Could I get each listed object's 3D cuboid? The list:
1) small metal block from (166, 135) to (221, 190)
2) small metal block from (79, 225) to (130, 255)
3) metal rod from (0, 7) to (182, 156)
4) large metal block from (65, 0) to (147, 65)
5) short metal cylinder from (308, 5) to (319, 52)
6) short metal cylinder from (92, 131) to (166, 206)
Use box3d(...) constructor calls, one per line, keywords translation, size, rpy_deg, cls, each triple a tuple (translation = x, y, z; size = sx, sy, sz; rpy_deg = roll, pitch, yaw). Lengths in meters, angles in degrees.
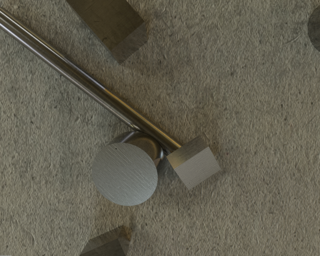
box3d(translation=(0.044, 0.045, 0.397), size=(0.050, 0.025, 0.050), rpy_deg=(-33, 130, 0), cls="small metal block")
box3d(translation=(-0.069, 0.154, 0.397), size=(0.050, 0.050, 0.025), rpy_deg=(-24, 90, 0), cls="small metal block")
box3d(translation=(-0.094, -0.057, 0.409), size=(0.300, 0.025, 0.025), rpy_deg=(37, 90, 0), cls="metal rod")
box3d(translation=(-0.062, -0.132, 0.382), size=(0.050, 0.080, 0.080), rpy_deg=(-41, 90, 0), cls="large metal block")
box3d(translation=(0.243, -0.136, 0.400), size=(0.081, 0.050, 0.080), rpy_deg=(0, 90, 0), cls="short metal cylinder")
box3d(translation=(-0.037, 0.049, 0.386), size=(0.080, 0.050, 0.079), rpy_deg=(3, 105, 11), cls="short metal cylinder")
